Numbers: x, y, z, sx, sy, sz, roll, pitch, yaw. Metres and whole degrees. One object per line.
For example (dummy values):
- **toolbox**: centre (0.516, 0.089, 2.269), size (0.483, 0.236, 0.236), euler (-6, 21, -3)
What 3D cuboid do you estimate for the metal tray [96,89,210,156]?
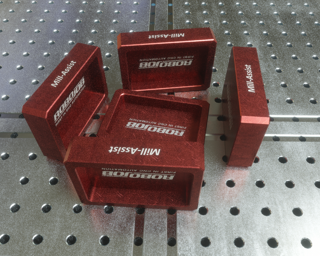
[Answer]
- **metal tray**: centre (-0.005, -0.003, 0.406), size (0.131, 0.030, 0.090), euler (9, 50, 7)

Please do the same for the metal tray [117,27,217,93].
- **metal tray**: centre (0.009, -0.093, 0.443), size (0.131, 0.090, 0.030), euler (-5, 50, -4)

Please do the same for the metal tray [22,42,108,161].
- **metal tray**: centre (-0.111, -0.035, 0.394), size (0.030, 0.090, 0.130), euler (14, 51, 12)

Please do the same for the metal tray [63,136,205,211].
- **metal tray**: centre (-0.023, 0.050, 0.324), size (0.131, 0.090, 0.030), euler (3, 50, 3)

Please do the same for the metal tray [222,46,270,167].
- **metal tray**: centre (0.103, -0.029, 0.390), size (0.030, 0.090, 0.130), euler (4, 50, 3)
